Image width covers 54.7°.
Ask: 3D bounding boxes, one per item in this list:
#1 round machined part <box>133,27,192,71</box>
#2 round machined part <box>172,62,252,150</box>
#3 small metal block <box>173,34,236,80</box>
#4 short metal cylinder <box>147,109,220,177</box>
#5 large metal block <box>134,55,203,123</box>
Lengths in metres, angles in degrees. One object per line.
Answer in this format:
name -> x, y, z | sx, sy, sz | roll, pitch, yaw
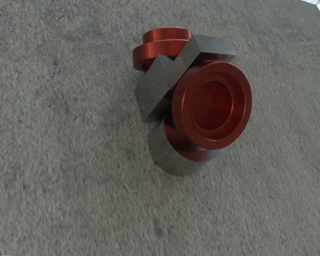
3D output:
round machined part -> 0.011, -0.107, 0.426 | 0.099, 0.098, 0.042 | -2, 88, -30
round machined part -> 0.055, -0.027, 0.357 | 0.099, 0.042, 0.097 | -7, 103, -28
small metal block -> 0.051, -0.081, 0.364 | 0.050, 0.050, 0.025 | -3, 63, -30
short metal cylinder -> 0.030, 0.017, 0.398 | 0.081, 0.050, 0.080 | 14, 56, -21
large metal block -> 0.022, -0.049, 0.412 | 0.081, 0.080, 0.050 | -2, 63, -30
